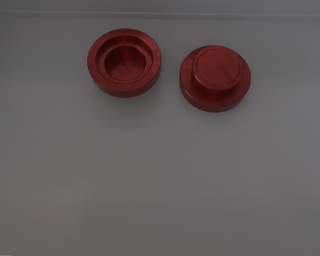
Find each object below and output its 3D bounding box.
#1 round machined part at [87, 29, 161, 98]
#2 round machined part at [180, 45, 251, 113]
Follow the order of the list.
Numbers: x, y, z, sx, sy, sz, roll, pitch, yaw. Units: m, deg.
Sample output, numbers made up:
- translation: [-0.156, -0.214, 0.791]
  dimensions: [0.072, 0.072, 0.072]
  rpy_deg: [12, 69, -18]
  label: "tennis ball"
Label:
- translation: [-0.048, -0.085, 0.431]
  dimensions: [0.099, 0.042, 0.098]
  rpy_deg: [0, 70, 0]
  label: "round machined part"
- translation: [0.077, -0.074, 0.428]
  dimensions: [0.099, 0.042, 0.098]
  rpy_deg: [0, 70, 0]
  label: "round machined part"
